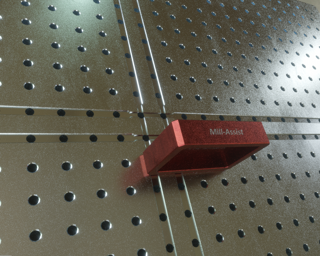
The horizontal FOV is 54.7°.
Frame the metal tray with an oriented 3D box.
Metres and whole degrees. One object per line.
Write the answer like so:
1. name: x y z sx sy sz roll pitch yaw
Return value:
1. metal tray: 0.056 0.025 0.383 0.131 0.090 0.030 1 62 -28
